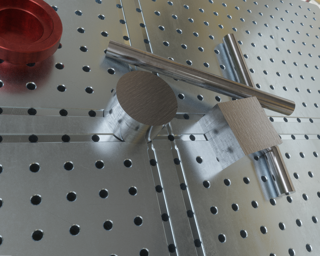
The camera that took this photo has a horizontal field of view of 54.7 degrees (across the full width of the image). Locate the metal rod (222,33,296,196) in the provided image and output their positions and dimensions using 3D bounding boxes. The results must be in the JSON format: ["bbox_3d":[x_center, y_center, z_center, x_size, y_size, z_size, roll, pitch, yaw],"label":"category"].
[{"bbox_3d":[0.157,-0.036,0.514,0.025,0.025,0.299,3,61,-27],"label":"metal rod"}]

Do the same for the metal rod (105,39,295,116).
[{"bbox_3d":[0.068,-0.073,0.469,0.302,0.025,0.025,16,55,-12],"label":"metal rod"}]

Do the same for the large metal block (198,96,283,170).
[{"bbox_3d":[0.116,0.005,0.451,0.081,0.050,0.080,-12,68,-33],"label":"large metal block"}]

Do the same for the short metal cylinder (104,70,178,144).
[{"bbox_3d":[-0.025,-0.026,0.394,0.081,0.050,0.080,14,56,-21],"label":"short metal cylinder"}]

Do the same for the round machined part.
[{"bbox_3d":[-0.173,-0.117,0.375,0.099,0.042,0.098,14,56,-21],"label":"round machined part"}]
